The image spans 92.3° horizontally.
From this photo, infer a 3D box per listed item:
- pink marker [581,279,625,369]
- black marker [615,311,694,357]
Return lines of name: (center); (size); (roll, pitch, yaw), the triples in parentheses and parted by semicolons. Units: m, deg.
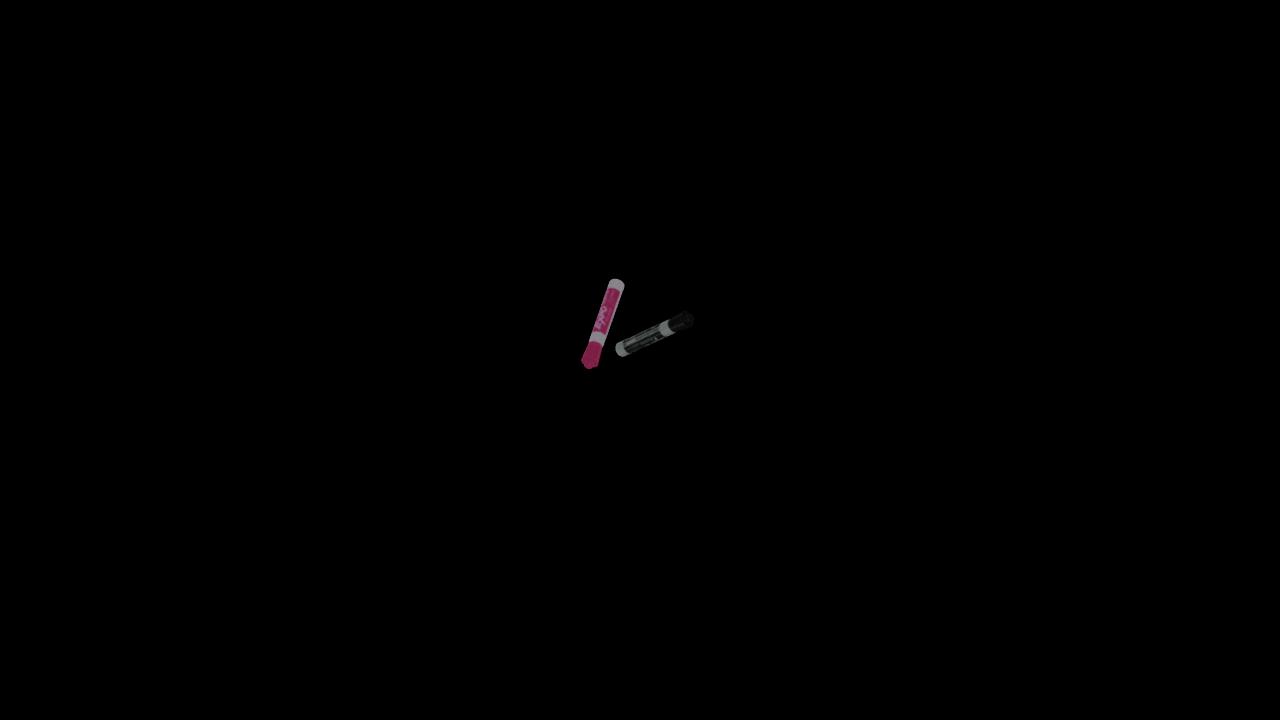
pink marker: (-0.040, -0.041, 0.679); (0.020, 0.121, 0.020); (11, -35, 8)
black marker: (0.016, -0.029, 0.700); (0.020, 0.020, 0.121); (0, -16, -42)
